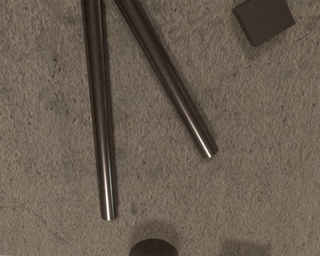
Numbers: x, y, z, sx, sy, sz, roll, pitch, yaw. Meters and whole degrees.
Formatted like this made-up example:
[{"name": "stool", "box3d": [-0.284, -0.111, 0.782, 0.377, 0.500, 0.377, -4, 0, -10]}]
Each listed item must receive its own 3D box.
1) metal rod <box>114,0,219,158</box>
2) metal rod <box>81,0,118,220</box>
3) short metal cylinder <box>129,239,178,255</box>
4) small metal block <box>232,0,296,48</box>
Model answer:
[{"name": "metal rod", "box3d": [-0.004, -0.089, 0.376, 0.025, 0.025, 0.299, -28, 108, 9]}, {"name": "metal rod", "box3d": [-0.076, -0.011, 0.404, 0.025, 0.025, 0.298, -1, 110, 0]}, {"name": "short metal cylinder", "box3d": [-0.010, 0.220, 0.478, 0.081, 0.050, 0.079, 0, 110, -1]}, {"name": "small metal block", "box3d": [0.121, -0.131, 0.363, 0.050, 0.025, 0.050, -31, 108, 10]}]
